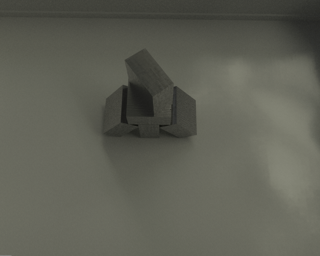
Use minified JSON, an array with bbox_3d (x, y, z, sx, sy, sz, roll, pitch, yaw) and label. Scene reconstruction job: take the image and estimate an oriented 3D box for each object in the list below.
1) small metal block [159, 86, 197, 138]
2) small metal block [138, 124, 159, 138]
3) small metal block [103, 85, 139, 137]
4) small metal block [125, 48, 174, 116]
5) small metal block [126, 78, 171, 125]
[{"bbox_3d":[0.024,-0.019,0.399,0.025,0.050,0.050,-13,66,32],"label":"small metal block"},{"bbox_3d":[-0.013,-0.019,0.401,0.025,0.050,0.050,1,70,0],"label":"small metal block"},{"bbox_3d":[-0.049,-0.021,0.398,0.025,0.050,0.050,13,66,-31],"label":"small metal block"},{"bbox_3d":[-0.011,-0.048,0.331,0.025,0.050,0.050,-34,73,-11],"label":"small metal block"},{"bbox_3d":[-0.012,-0.032,0.365,0.050,0.025,0.050,1,70,0],"label":"small metal block"}]
